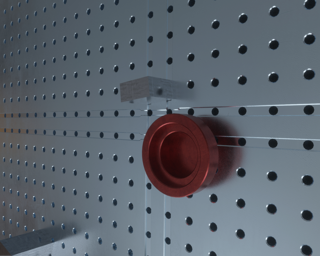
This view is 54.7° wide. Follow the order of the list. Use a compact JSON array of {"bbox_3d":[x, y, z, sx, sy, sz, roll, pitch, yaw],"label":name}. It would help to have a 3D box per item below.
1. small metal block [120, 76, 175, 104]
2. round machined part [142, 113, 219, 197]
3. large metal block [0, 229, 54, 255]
[{"bbox_3d":[-0.016,-0.048,0.407,0.050,0.050,0.025,-7,86,40],"label":"small metal block"},{"bbox_3d":[0.028,0.031,0.375,0.098,0.042,0.097,0,90,40],"label":"round machined part"},{"bbox_3d":[-0.257,0.250,0.586,0.050,0.081,0.079,22,104,38],"label":"large metal block"}]
